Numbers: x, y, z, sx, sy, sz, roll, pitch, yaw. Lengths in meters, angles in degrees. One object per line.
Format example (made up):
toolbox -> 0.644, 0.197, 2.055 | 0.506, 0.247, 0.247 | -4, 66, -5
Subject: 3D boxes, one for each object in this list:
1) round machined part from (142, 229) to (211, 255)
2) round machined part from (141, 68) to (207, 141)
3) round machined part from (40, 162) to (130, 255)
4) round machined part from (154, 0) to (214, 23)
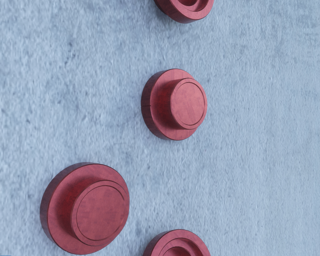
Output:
round machined part -> 0.017, 0.183, 0.397 | 0.099, 0.042, 0.098 | 14, 62, -28
round machined part -> 0.026, -0.032, 0.418 | 0.099, 0.042, 0.097 | 0, 90, -40
round machined part -> -0.073, 0.087, 0.334 | 0.099, 0.042, 0.097 | 0, 90, -40
round machined part -> 0.026, -0.190, 0.417 | 0.099, 0.042, 0.097 | 0, 90, -40
